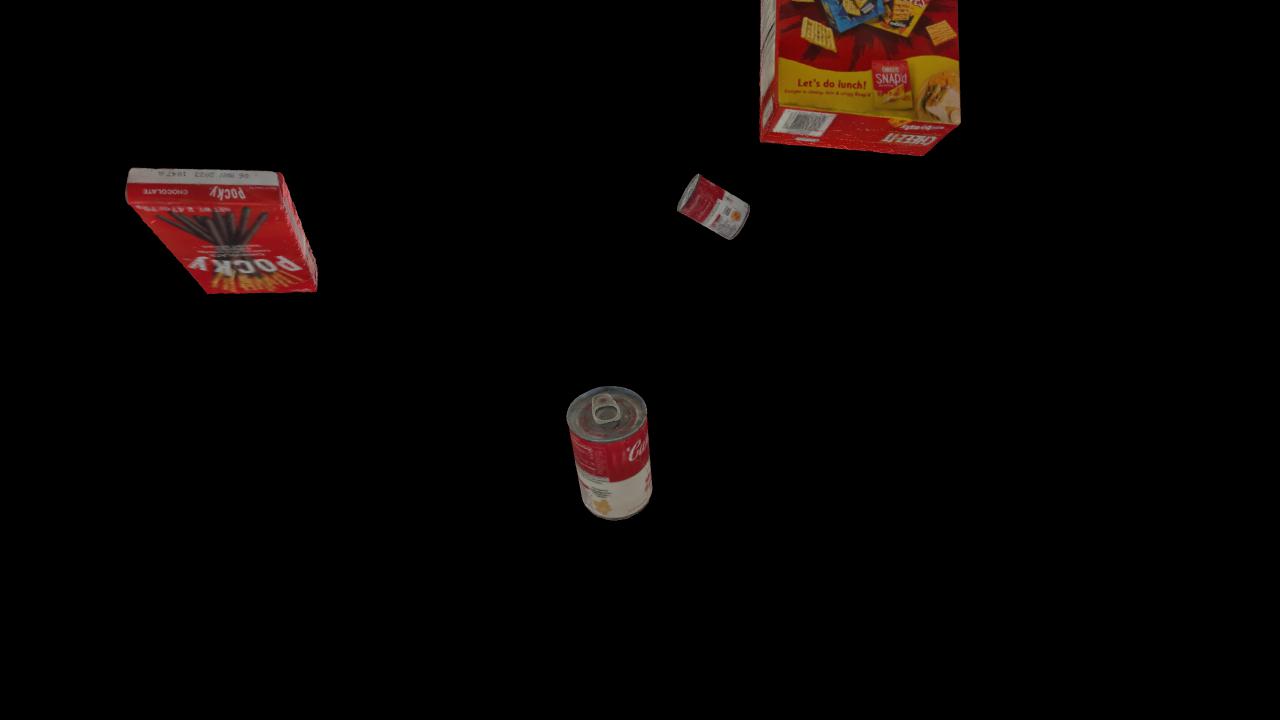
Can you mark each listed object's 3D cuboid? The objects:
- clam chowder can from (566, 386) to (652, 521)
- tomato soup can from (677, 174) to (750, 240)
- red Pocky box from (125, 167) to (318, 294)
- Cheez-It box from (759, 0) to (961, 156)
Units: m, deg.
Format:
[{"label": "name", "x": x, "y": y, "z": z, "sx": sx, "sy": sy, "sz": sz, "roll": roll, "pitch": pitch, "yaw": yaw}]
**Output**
[{"label": "clam chowder can", "x": -0.025, "y": 0.083, "z": 0.539, "sx": 0.068, "sy": 0.102, "sz": 0.068, "roll": -2, "pitch": 37, "yaw": 2}, {"label": "tomato soup can", "x": 0.120, "y": -0.247, "z": 1.000, "sx": 0.101, "sy": 0.068, "sz": 0.068, "roll": 27, "pitch": -7, "yaw": -13}, {"label": "red Pocky box", "x": -0.289, "y": -0.086, "z": 0.446, "sx": 0.083, "sy": 0.028, "sz": 0.155, "roll": -5, "pitch": -13, "yaw": -21}, {"label": "Cheez-It box", "x": 0.196, "y": -0.308, "z": 0.562, "sx": 0.166, "sy": 0.223, "sz": 0.071, "roll": 3, "pitch": -8, "yaw": -5}]
